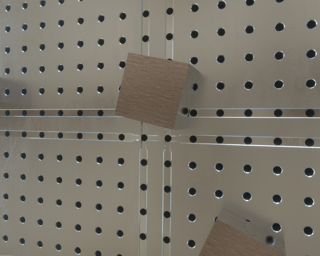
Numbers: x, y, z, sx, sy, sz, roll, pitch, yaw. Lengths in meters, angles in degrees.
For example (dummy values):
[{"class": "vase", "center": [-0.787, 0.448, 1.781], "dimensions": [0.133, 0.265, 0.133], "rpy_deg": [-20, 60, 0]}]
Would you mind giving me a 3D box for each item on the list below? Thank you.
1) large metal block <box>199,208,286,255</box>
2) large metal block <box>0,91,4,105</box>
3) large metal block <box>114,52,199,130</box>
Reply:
[{"class": "large metal block", "center": [0.091, 0.155, 0.367], "dimensions": [0.080, 0.050, 0.080], "rpy_deg": [26, 98, 17]}, {"class": "large metal block", "center": [-0.317, -0.048, 0.493], "dimensions": [0.080, 0.080, 0.050], "rpy_deg": [-26, 82, 18]}, {"class": "large metal block", "center": [-0.003, -0.046, 0.400], "dimensions": [0.080, 0.050, 0.079], "rpy_deg": [15, 95, 19]}]
